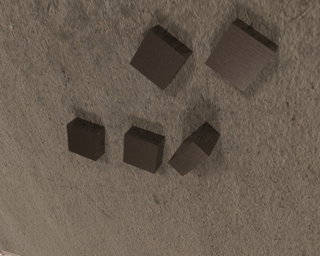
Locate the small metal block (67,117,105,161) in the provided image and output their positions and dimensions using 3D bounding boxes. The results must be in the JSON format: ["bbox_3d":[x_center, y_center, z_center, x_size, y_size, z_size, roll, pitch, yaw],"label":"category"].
[{"bbox_3d":[-0.113,0.017,0.475,0.050,0.025,0.050,19,126,17],"label":"small metal block"}]

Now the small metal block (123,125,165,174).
[{"bbox_3d":[-0.023,0.030,0.436,0.050,0.025,0.050,19,126,17],"label":"small metal block"}]

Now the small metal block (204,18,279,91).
[{"bbox_3d":[0.083,-0.075,0.317,0.050,0.025,0.050,36,129,3],"label":"small metal block"}]

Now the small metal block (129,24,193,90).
[{"bbox_3d":[0.001,-0.081,0.355,0.050,0.025,0.050,39,129,1],"label":"small metal block"}]

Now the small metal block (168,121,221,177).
[{"bbox_3d":[0.043,0.026,0.383,0.025,0.050,0.050,44,129,-2],"label":"small metal block"}]
